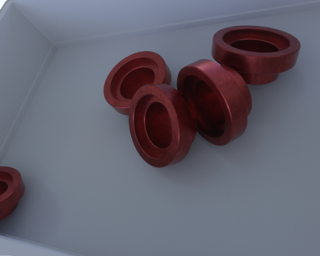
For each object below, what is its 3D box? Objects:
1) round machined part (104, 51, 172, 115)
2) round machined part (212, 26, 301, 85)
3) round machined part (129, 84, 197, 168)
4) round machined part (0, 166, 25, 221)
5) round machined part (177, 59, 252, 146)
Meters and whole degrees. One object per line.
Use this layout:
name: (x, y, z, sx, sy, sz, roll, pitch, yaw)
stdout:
round machined part: (-0.028, -0.059, 0.446, 0.098, 0.042, 0.098, -13, 56, 21)
round machined part: (0.111, -0.086, 0.371, 0.099, 0.042, 0.098, 0, 37, 0)
round machined part: (0.006, -0.005, 0.372, 0.098, 0.042, 0.097, 17, 112, 50)
round machined part: (-0.245, 0.101, 0.443, 0.099, 0.042, 0.098, -3, 29, 2)
round machined part: (0.064, -0.032, 0.350, 0.042, 0.097, 0.098, -28, 48, -19)
